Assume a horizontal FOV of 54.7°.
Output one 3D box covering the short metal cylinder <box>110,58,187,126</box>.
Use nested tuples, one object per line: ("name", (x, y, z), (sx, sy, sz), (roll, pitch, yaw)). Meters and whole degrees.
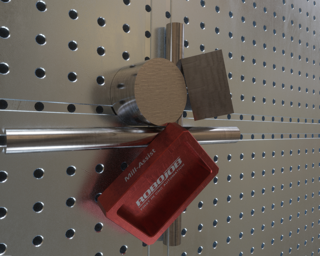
("short metal cylinder", (-0.013, -0.042, 0.381), (0.081, 0.050, 0.079), (0, 90, -40))

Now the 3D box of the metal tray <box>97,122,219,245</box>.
("metal tray", (0.002, 0.068, 0.374), (0.130, 0.030, 0.090), (-46, 126, -7))

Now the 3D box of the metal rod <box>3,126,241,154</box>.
("metal rod", (-0.018, 0.011, 0.372), (0.303, 0.025, 0.025), (-1, 91, -33))

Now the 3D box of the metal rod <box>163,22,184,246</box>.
("metal rod", (0.019, 0.008, 0.425), (0.025, 0.025, 0.298), (1, 90, -40))

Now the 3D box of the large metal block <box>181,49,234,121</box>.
("large metal block", (0.065, -0.061, 0.421), (0.080, 0.050, 0.080), (-58, 136, -73))
